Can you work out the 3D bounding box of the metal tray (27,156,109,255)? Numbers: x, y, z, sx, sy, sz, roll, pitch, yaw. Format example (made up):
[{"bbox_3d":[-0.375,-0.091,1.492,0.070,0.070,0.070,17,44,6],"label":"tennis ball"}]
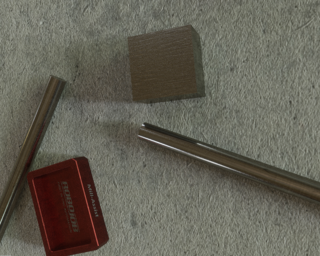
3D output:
[{"bbox_3d":[-0.135,0.116,0.452,0.090,0.030,0.129,-18,84,18],"label":"metal tray"}]

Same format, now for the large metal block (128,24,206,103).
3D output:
[{"bbox_3d":[0.010,-0.076,0.392,0.080,0.050,0.080,-6,88,19],"label":"large metal block"}]

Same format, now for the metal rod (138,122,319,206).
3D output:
[{"bbox_3d":[0.112,0.051,0.369,0.301,0.025,0.025,19,96,18],"label":"metal rod"}]

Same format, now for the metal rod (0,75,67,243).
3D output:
[{"bbox_3d":[-0.214,0.060,0.482,0.025,0.025,0.298,28,99,17],"label":"metal rod"}]
